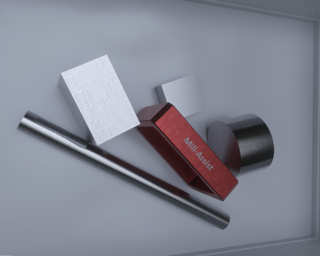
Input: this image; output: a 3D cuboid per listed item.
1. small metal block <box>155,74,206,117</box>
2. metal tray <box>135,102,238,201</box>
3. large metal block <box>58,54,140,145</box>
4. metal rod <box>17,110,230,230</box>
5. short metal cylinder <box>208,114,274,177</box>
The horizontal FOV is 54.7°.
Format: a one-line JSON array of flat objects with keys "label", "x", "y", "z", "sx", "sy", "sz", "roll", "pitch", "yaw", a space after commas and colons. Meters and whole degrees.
[{"label": "small metal block", "x": 0.028, "y": -0.040, "z": 0.419, "sx": 0.050, "sy": 0.025, "sz": 0.050, "roll": -21, "pitch": 97, "yaw": -19}, {"label": "metal tray", "x": 0.027, "y": 0.029, "z": 0.385, "sx": 0.030, "sy": 0.090, "sz": 0.130, "roll": -46, "pitch": 105, "yaw": -15}, {"label": "large metal block", "x": -0.073, "y": -0.029, "z": 0.353, "sx": 0.050, "sy": 0.080, "sz": 0.080, "roll": -28, "pitch": 100, "yaw": -18}, {"label": "metal rod", "x": -0.032, "y": 0.062, "z": 0.398, "sx": 0.301, "sy": 0.025, "sz": 0.025, "roll": 30, "pitch": 80, "yaw": -18}, {"label": "short metal cylinder", "x": 0.107, "y": 0.024, "z": 0.421, "sx": 0.050, "sy": 0.080, "sz": 0.079, "roll": -12, "pitch": 95, "yaw": -19}]
